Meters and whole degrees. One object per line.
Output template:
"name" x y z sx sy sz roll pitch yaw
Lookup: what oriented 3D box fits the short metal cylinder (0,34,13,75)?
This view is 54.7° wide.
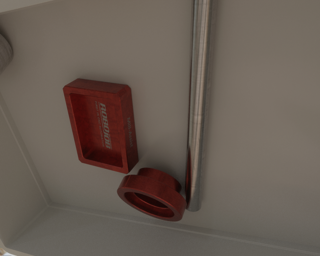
"short metal cylinder" -0.265 -0.105 0.447 0.080 0.050 0.080 7 140 6

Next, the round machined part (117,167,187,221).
"round machined part" -0.008 0.092 0.442 0.098 0.042 0.098 18 149 12

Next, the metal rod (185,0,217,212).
"metal rod" 0.046 -0.014 0.374 0.025 0.025 0.298 12 124 21

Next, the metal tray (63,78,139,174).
"metal tray" -0.082 -0.001 0.445 0.090 0.030 0.129 10 123 22
